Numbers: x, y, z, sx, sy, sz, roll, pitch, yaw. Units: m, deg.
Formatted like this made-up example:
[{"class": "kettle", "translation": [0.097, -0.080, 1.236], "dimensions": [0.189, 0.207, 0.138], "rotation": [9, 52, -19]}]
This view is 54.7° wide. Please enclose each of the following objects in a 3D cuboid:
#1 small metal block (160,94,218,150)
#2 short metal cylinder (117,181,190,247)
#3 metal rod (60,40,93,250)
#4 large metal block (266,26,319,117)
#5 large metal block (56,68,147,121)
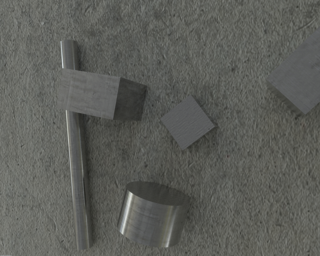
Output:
[{"class": "small metal block", "translation": [0.037, -0.007, 0.396], "dimensions": [0.050, 0.025, 0.050], "rotation": [-38, 78, 16]}, {"class": "short metal cylinder", "translation": [-0.008, 0.103, 0.383], "dimensions": [0.080, 0.080, 0.050], "rotation": [15, 95, 19]}, {"class": "metal rod", "translation": [-0.122, 0.023, 0.451], "dimensions": [0.025, 0.025, 0.298], "rotation": [-6, 88, 20]}, {"class": "large metal block", "translation": [0.160, -0.058, 0.323], "dimensions": [0.080, 0.080, 0.050], "rotation": [-46, 76, 14]}, {"class": "large metal block", "translation": [-0.073, -0.042, 0.405], "dimensions": [0.080, 0.080, 0.050], "rotation": [12, 94, 19]}]
